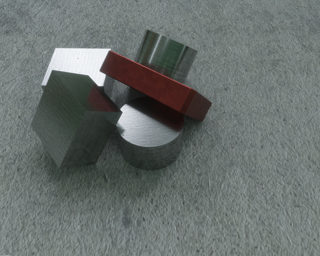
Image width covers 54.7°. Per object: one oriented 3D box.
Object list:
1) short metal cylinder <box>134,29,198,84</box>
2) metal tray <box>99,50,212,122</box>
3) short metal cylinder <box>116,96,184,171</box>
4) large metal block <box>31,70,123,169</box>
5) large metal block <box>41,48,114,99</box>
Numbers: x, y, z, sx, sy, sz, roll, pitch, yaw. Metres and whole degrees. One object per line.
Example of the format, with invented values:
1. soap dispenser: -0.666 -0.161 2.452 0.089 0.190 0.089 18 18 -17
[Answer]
1. short metal cylinder: 0.008 -0.103 0.450 0.080 0.050 0.080 22 14 -5
2. metal tray: -0.004 -0.054 0.409 0.130 0.090 0.030 29 96 22
3. short metal cylinder: -0.012 0.006 0.384 0.081 0.050 0.080 0 50 0
4. large metal block: -0.102 -0.011 0.368 0.050 0.080 0.080 0 38 -50
5. large metal block: -0.112 -0.069 0.443 0.080 0.050 0.080 1 50 0
